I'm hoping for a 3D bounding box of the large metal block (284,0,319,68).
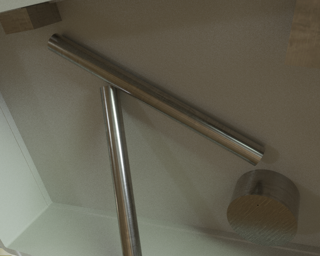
[{"bbox_3d":[0.149,-0.082,0.244,0.080,0.080,0.050,12,123,21],"label":"large metal block"}]

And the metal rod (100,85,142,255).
[{"bbox_3d":[-0.047,0.093,0.407,0.025,0.025,0.298,-9,88,32],"label":"metal rod"}]

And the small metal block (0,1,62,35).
[{"bbox_3d":[-0.163,-0.139,0.390,0.050,0.050,0.025,1,119,27],"label":"small metal block"}]

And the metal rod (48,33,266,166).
[{"bbox_3d":[-0.011,-0.040,0.388,0.301,0.025,0.025,30,128,8],"label":"metal rod"}]

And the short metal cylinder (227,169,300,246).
[{"bbox_3d":[0.129,0.099,0.385,0.080,0.050,0.079,13,124,20],"label":"short metal cylinder"}]
